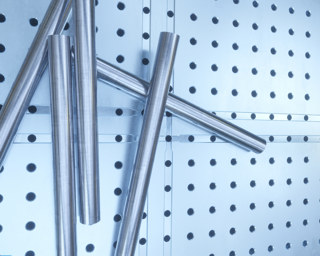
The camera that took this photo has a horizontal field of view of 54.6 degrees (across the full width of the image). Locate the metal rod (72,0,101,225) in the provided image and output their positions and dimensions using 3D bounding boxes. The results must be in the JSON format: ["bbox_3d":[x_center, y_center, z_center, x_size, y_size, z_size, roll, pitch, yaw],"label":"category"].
[{"bbox_3d":[-0.085,-0.034,0.360,0.025,0.025,0.298,-3,99,-20],"label":"metal rod"}]

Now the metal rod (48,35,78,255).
[{"bbox_3d":[-0.112,0.047,0.360,0.025,0.025,0.298,-2,95,-20],"label":"metal rod"}]

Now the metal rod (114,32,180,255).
[{"bbox_3d":[-0.018,0.032,0.387,0.025,0.025,0.298,11,93,-20],"label":"metal rod"}]

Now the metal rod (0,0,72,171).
[{"bbox_3d":[-0.147,-0.067,0.358,0.025,0.025,0.299,24,82,-19],"label":"metal rod"}]

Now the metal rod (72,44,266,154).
[{"bbox_3d":[0.021,-0.031,0.419,0.301,0.025,0.025,24,82,-19],"label":"metal rod"}]
